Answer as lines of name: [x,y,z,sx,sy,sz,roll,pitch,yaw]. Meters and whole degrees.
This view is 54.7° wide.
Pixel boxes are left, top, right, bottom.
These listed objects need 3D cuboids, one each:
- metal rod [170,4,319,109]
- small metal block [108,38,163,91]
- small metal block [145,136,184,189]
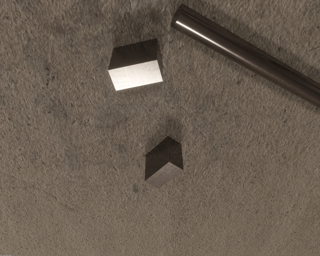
metal rod: [0.148,-0.058,0.360,0.302,0.025,0.025,23,126,-19]
small metal block: [-0.025,-0.069,0.332,0.050,0.050,0.025,-10,130,8]
small metal block: [0.005,0.048,0.432,0.025,0.050,0.050,33,123,-25]
